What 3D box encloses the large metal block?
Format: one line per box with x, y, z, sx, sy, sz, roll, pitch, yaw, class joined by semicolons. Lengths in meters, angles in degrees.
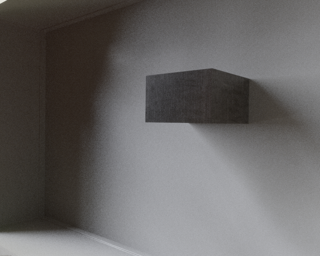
0.041;-0.030;0.335;0.080;0.081;0.050;2;91;39;large metal block
